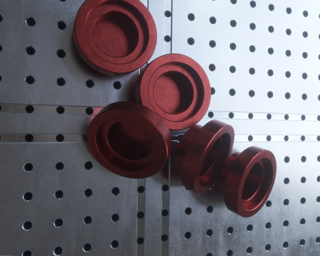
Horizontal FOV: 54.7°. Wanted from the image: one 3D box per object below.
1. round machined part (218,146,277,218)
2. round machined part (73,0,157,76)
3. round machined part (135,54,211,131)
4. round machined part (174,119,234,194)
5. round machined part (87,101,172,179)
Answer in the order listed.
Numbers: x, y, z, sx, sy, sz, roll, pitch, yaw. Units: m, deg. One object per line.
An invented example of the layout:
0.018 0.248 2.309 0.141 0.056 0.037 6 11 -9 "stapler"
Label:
0.120 0.072 0.436 0.099 0.042 0.097 -16 115 -39 "round machined part"
-0.057 -0.113 0.383 0.099 0.042 0.097 0 90 -21 "round machined part"
0.014 -0.045 0.410 0.099 0.042 0.097 0 90 -20 "round machined part"
0.055 0.034 0.408 0.099 0.042 0.097 -37 140 -39 "round machined part"
-0.033 0.011 0.374 0.098 0.098 0.042 47 33 -15 "round machined part"
